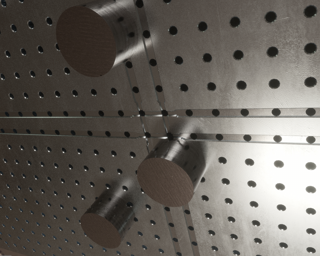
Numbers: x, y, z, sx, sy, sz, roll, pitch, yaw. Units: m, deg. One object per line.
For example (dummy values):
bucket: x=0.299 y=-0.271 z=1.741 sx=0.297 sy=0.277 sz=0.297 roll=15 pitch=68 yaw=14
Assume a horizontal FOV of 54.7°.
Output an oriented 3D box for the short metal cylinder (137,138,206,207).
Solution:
short metal cylinder: x=0.016 y=0.060 z=0.422 sx=0.080 sy=0.050 sz=0.079 roll=13 pitch=124 yaw=20

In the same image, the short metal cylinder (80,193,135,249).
short metal cylinder: x=-0.090 y=0.162 z=0.541 sx=0.080 sy=0.050 sz=0.079 roll=13 pitch=124 yaw=20

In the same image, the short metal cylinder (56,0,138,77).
short metal cylinder: x=-0.073 y=-0.107 z=0.366 sx=0.080 sy=0.050 sz=0.079 roll=13 pitch=124 yaw=20
